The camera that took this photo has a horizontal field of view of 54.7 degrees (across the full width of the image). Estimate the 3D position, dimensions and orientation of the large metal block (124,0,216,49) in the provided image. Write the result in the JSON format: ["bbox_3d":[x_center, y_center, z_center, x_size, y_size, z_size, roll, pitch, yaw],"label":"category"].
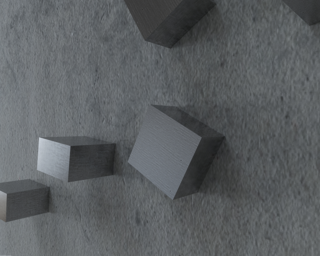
[{"bbox_3d":[0.008,-0.159,0.380,0.080,0.050,0.080,-38,67,33],"label":"large metal block"}]

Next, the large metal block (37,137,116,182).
[{"bbox_3d":[-0.127,0.043,0.471,0.080,0.081,0.050,9,96,39],"label":"large metal block"}]

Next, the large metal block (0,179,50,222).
[{"bbox_3d":[-0.269,0.134,0.587,0.080,0.081,0.050,6,94,39],"label":"large metal block"}]

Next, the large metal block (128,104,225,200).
[{"bbox_3d":[0.017,0.026,0.373,0.080,0.050,0.079,34,111,34],"label":"large metal block"}]

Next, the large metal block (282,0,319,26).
[{"bbox_3d":[0.146,-0.131,0.248,0.080,0.081,0.050,-13,82,39],"label":"large metal block"}]
